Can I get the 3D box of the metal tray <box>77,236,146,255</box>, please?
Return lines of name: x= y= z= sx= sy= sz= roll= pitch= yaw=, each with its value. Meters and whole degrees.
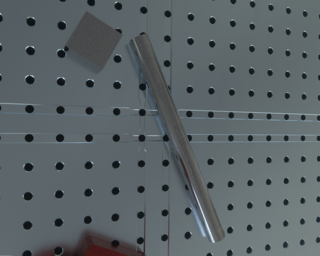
metal tray: x=-0.075 y=0.213 z=0.383 sx=0.090 sy=0.030 sz=0.130 roll=27 pitch=81 yaw=-19

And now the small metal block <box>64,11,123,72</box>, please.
small metal block: x=-0.082 y=-0.106 z=0.383 sx=0.050 sy=0.025 sz=0.050 roll=30 pitch=80 yaw=-18

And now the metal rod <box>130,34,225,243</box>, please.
metal rod: x=0.027 y=0.020 z=0.423 sx=0.025 sy=0.025 sz=0.299 roll=-24 pitch=98 yaw=-19
